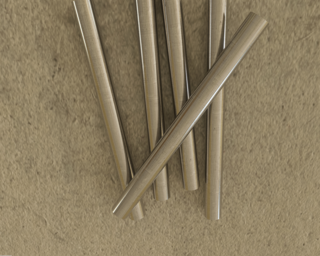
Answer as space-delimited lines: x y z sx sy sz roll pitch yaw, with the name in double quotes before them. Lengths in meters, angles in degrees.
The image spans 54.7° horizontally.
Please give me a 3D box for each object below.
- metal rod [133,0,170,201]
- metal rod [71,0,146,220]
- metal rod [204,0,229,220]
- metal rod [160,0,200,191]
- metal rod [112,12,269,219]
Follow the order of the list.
"metal rod" -0.009 -0.041 0.394 0.025 0.025 0.298 -4 110 1
"metal rod" -0.061 -0.009 0.405 0.025 0.025 0.298 -10 110 3
"metal rod" 0.072 -0.011 0.406 0.025 0.025 0.298 -2 110 0
"metal rod" 0.025 -0.056 0.389 0.025 0.025 0.298 -7 110 2
"metal rod" 0.027 -0.003 0.381 0.025 0.025 0.299 31 107 -11
